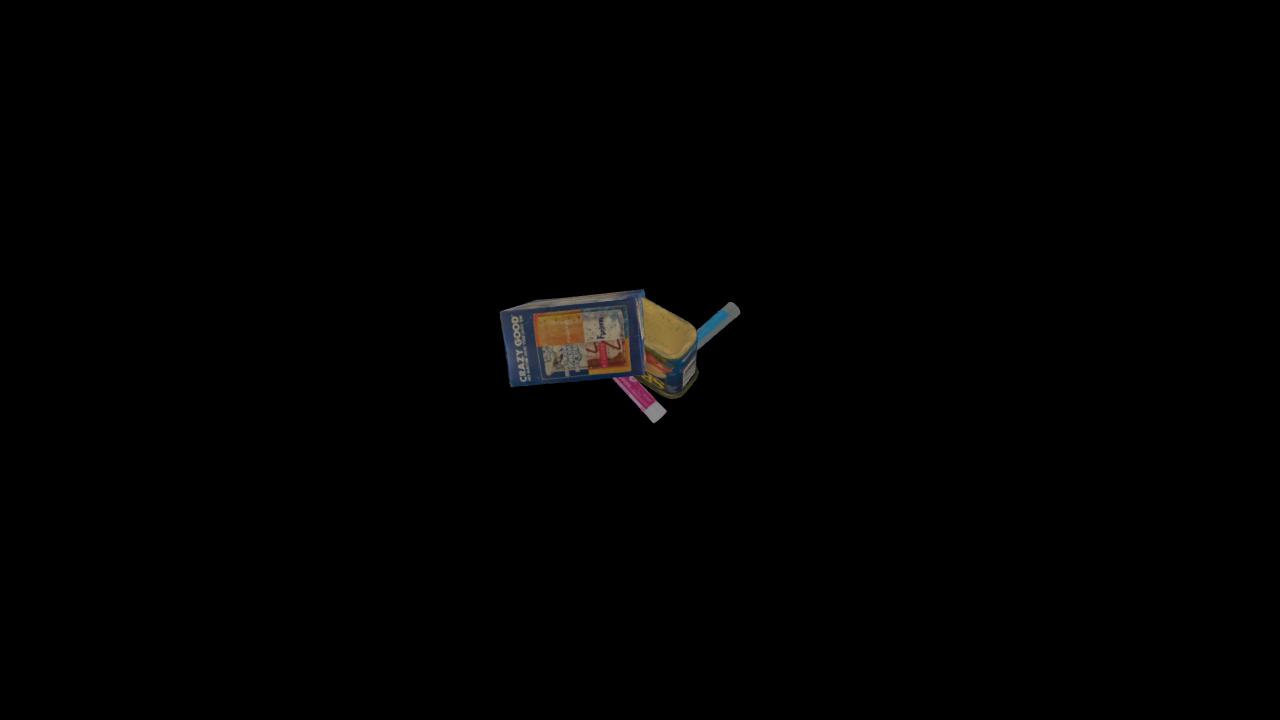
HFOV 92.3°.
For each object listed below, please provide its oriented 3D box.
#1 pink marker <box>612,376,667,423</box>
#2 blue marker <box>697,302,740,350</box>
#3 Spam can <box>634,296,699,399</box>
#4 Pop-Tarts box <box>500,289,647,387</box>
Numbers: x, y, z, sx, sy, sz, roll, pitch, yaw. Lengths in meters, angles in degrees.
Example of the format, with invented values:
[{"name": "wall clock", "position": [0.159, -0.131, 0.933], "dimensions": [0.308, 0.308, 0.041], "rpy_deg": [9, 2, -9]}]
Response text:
[{"name": "pink marker", "position": [-0.020, 0.015, 0.637], "dimensions": [0.020, 0.121, 0.020], "rpy_deg": [-42, -9, -9]}, {"name": "blue marker", "position": [0.065, -0.022, 0.692], "dimensions": [0.121, 0.020, 0.020], "rpy_deg": [-40, 12, -15]}, {"name": "Spam can", "position": [0.016, -0.015, 0.689], "dimensions": [0.101, 0.058, 0.085], "rpy_deg": [31, -25, 19]}, {"name": "Pop-Tarts box", "position": [-0.063, -0.029, 0.692], "dimensions": [0.141, 0.083, 0.167], "rpy_deg": [-5, 9, 3]}]
